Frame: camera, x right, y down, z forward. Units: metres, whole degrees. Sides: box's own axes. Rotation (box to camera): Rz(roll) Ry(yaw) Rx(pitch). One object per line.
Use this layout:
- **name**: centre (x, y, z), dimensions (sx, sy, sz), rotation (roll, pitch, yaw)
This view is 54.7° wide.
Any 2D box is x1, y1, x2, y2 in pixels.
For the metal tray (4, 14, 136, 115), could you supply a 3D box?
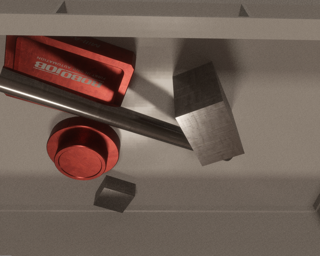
- **metal tray**: centre (-0.102, -0.061, 0.351), dimensions (0.131, 0.030, 0.089), rotation (16, 128, -14)

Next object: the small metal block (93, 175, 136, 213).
- **small metal block**: centre (-0.073, 0.107, 0.500), dimensions (0.050, 0.025, 0.050), rotation (21, 127, -18)

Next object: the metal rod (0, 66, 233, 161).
- **metal rod**: centre (-0.028, -0.006, 0.368), dimensions (0.302, 0.025, 0.025), rotation (18, 129, -29)

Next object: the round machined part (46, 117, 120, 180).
- **round machined part**: centre (-0.106, 0.035, 0.426), dimensions (0.099, 0.042, 0.097), rotation (-1, 130, 0)

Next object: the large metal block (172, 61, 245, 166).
- **large metal block**: centre (0.055, -0.017, 0.360), dimensions (0.050, 0.080, 0.080), rotation (-20, 128, 15)
